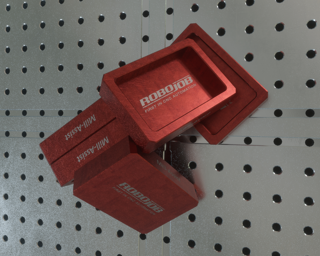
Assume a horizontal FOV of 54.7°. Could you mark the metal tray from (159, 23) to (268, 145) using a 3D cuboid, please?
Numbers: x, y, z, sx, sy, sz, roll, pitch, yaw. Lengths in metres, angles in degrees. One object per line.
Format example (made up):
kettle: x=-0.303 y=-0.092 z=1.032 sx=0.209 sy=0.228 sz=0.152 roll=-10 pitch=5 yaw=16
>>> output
metal tray: x=0.057 y=-0.054 z=0.388 sx=0.090 sy=0.030 sz=0.130 roll=-45 pitch=77 yaw=14

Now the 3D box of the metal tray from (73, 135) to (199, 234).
metal tray: x=-0.026 y=0.074 z=0.371 sx=0.090 sy=0.130 sz=0.030 roll=-34 pitch=38 yaw=17

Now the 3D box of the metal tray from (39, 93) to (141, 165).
metal tray: x=-0.078 y=0.000 z=0.404 sx=0.130 sy=0.090 sz=0.030 roll=-34 pitch=79 yaw=16

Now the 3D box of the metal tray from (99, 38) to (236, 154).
metal tray: x=0.011 y=-0.041 z=0.348 sx=0.131 sy=0.030 sz=0.090 roll=-31 pitch=76 yaw=-29

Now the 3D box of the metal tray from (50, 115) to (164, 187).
metal tray: x=-0.062 y=0.025 z=0.397 sx=0.130 sy=0.090 sz=0.030 roll=-34 pitch=79 yaw=16
